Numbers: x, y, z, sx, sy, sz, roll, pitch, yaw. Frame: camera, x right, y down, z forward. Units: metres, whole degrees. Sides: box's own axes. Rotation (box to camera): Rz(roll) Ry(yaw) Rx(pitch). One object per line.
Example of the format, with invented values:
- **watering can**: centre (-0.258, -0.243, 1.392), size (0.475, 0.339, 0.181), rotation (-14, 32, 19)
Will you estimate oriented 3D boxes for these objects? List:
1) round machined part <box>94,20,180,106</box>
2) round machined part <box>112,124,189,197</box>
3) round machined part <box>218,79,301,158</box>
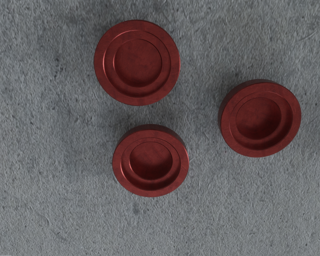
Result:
- **round machined part**: centre (-0.026, -0.079, 0.371), size (0.099, 0.042, 0.097), rotation (0, 110, 0)
- **round machined part**: centre (-0.012, 0.040, 0.415), size (0.099, 0.042, 0.097), rotation (0, 110, 0)
- **round machined part**: centre (0.123, -0.015, 0.396), size (0.099, 0.042, 0.097), rotation (0, 110, 0)
